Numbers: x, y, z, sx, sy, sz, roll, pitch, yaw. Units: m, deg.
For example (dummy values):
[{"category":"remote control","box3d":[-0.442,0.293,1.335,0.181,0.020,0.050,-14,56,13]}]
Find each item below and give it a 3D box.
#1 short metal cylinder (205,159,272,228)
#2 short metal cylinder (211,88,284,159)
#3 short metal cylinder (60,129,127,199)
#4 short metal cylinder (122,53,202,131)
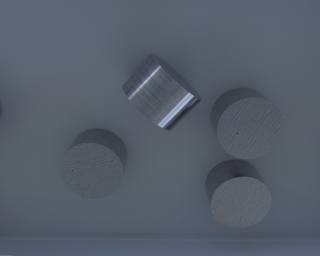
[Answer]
[{"category":"short metal cylinder","box3d":[0.107,0.091,0.432,0.081,0.050,0.079,0,110,0]},{"category":"short metal cylinder","box3d":[0.109,-0.007,0.396,0.081,0.050,0.079,0,110,0]},{"category":"short metal cylinder","box3d":[-0.086,0.047,0.414,0.081,0.050,0.079,0,110,0]},{"category":"short metal cylinder","box3d":[0.003,-0.043,0.366,0.080,0.080,0.050,40,105,-13]}]
